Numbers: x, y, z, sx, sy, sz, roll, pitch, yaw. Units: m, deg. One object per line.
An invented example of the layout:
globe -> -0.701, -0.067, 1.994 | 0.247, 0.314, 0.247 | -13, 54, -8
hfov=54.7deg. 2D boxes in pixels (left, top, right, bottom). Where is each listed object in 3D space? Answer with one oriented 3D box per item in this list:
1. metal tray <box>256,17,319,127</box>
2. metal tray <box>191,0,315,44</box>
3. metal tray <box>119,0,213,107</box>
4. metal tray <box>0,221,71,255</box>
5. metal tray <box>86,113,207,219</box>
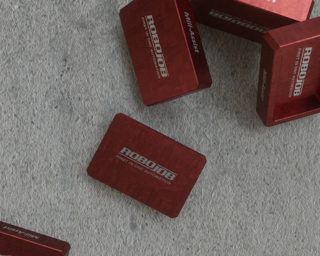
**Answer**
metal tray -> 0.165, -0.062, 0.364 | 0.090, 0.129, 0.030 | -16, 50, 0
metal tray -> 0.102, -0.143, 0.377 | 0.131, 0.090, 0.030 | 19, 88, 0
metal tray -> 0.004, -0.100, 0.380 | 0.090, 0.030, 0.129 | -15, 90, 43
metal tray -> -0.196, 0.180, 0.405 | 0.131, 0.030, 0.090 | 18, 90, 0
metal tray -> -0.017, 0.048, 0.407 | 0.130, 0.030, 0.090 | 27, 90, 0
